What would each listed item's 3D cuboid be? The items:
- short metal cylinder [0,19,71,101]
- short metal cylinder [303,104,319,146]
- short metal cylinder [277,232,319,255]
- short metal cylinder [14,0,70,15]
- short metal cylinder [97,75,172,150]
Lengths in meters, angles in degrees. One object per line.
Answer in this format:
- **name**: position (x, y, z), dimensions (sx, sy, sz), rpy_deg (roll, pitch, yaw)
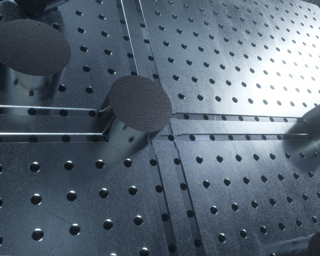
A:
- **short metal cylinder**: position (-0.149, -0.078, 0.359), dimensions (0.081, 0.050, 0.080), rpy_deg (14, 56, -21)
- **short metal cylinder**: position (0.312, -0.009, 0.565), dimensions (0.081, 0.050, 0.080), rpy_deg (14, 56, -21)
- **short metal cylinder**: position (0.197, 0.177, 0.390), dimensions (0.081, 0.050, 0.080), rpy_deg (14, 56, -21)
- **short metal cylinder**: position (-0.160, -0.197, 0.407), dimensions (0.080, 0.080, 0.050), rpy_deg (42, 51, 0)
- **short metal cylinder**: position (-0.032, -0.019, 0.386), dimensions (0.081, 0.050, 0.080), rpy_deg (14, 56, -21)
